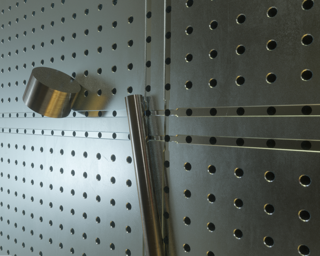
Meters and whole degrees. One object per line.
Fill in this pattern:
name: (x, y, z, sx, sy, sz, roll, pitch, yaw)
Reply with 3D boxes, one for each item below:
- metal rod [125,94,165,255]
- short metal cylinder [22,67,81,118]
metal rod: (-0.016, 0.102, 0.420, 0.025, 0.025, 0.298, -14, 81, 39)
short metal cylinder: (-0.181, -0.060, 0.520, 0.080, 0.081, 0.050, 45, 117, 30)
